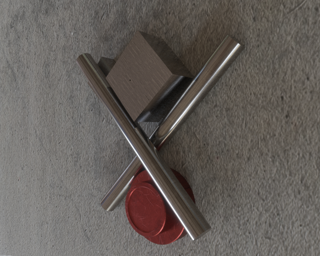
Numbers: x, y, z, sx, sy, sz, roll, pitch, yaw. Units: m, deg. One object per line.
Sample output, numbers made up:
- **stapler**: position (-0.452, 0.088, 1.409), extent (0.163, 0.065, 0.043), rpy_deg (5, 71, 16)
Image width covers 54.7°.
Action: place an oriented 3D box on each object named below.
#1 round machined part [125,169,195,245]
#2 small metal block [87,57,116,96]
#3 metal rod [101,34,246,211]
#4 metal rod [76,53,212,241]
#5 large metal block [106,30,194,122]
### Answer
- **round machined part**: position (-0.006, 0.101, 0.398), extent (0.098, 0.042, 0.097), rpy_deg (0, 90, 39)
- **small metal block**: position (-0.078, -0.071, 0.470), extent (0.050, 0.025, 0.050), rpy_deg (50, 119, 28)
- **metal rod**: position (0.002, 0.010, 0.405), extent (0.025, 0.025, 0.298), rpy_deg (52, 120, 27)
- **metal rod**: position (-0.034, 0.006, 0.399), extent (0.025, 0.025, 0.300), rpy_deg (-51, 61, 28)
- **large metal block**: position (-0.014, -0.064, 0.401), extent (0.080, 0.050, 0.080), rpy_deg (-49, 61, 28)
